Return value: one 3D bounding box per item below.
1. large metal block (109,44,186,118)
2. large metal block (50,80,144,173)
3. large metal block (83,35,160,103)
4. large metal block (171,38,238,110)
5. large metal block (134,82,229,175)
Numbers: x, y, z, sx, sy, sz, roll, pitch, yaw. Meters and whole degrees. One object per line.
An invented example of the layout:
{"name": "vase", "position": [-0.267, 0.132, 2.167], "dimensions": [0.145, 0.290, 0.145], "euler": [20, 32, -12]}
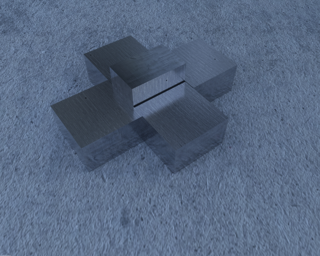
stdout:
{"name": "large metal block", "position": [-0.015, -0.053, 0.413], "dimensions": [0.081, 0.080, 0.050], "euler": [-30, 56, -23]}
{"name": "large metal block", "position": [-0.077, -0.005, 0.390], "dimensions": [0.081, 0.050, 0.080], "euler": [-30, 56, -23]}
{"name": "large metal block", "position": [-0.053, -0.083, 0.457], "dimensions": [0.081, 0.050, 0.080], "euler": [-30, 56, -23]}
{"name": "large metal block", "position": [0.051, -0.079, 0.454], "dimensions": [0.081, 0.050, 0.080], "euler": [-30, 56, -23]}
{"name": "large metal block", "position": [0.025, -0.002, 0.390], "dimensions": [0.081, 0.050, 0.080], "euler": [-30, 56, -23]}
